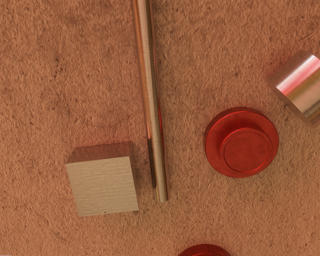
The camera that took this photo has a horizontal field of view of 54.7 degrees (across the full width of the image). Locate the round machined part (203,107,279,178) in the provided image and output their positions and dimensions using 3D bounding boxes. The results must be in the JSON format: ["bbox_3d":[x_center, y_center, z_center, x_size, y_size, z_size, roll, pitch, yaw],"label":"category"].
[{"bbox_3d":[0.109,0.024,0.411,0.099,0.042,0.097,0,110,0],"label":"round machined part"}]

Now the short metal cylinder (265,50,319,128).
[{"bbox_3d":[0.172,-0.045,0.365,0.080,0.080,0.050,43,105,-14],"label":"short metal cylinder"}]

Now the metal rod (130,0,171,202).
[{"bbox_3d":[-0.011,-0.039,0.395,0.025,0.025,0.298,-5,110,2],"label":"metal rod"}]

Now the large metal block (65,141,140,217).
[{"bbox_3d":[-0.073,0.068,0.421,0.080,0.050,0.079,-7,110,2],"label":"large metal block"}]

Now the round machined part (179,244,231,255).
[{"bbox_3d":[0.072,0.237,0.489,0.099,0.042,0.097,0,110,0],"label":"round machined part"}]
